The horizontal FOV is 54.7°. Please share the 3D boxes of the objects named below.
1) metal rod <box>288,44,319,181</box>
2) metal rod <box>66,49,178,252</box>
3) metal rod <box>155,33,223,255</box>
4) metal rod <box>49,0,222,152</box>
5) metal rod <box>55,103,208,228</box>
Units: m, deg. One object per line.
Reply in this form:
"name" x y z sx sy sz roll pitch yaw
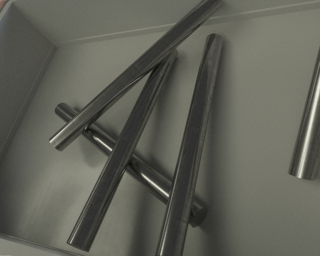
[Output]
"metal rod" 0.170 -0.097 0.294 0.025 0.025 0.298 15 96 34
"metal rod" -0.035 0.003 0.395 0.025 0.025 0.300 4 55 30
"metal rod" 0.043 -0.002 0.364 0.025 0.025 0.300 -2 54 27
"metal rod" -0.035 -0.076 0.432 0.300 0.025 0.025 -42 51 2
"metal rod" -0.060 0.032 0.417 0.300 0.025 0.025 32 79 38
